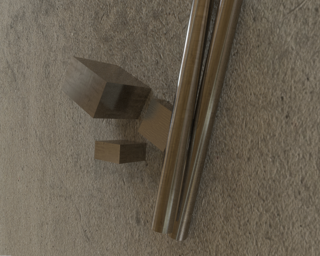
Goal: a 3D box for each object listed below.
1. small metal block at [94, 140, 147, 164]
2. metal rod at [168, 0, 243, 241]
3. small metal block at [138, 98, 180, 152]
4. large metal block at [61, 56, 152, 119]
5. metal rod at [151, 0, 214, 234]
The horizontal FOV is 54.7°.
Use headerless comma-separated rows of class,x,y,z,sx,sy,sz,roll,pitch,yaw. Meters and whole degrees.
small metal block,-0.055,0.032,0.432,0.050,0.050,0.025,5,94,39
metal rod,0.051,-0.011,0.361,0.025,0.025,0.298,19,102,38
small metal block,0.005,-0.004,0.399,0.050,0.025,0.050,38,113,33
large metal block,-0.074,-0.054,0.428,0.080,0.081,0.050,38,113,33
metal rod,0.029,-0.031,0.355,0.025,0.025,0.298,9,89,39
